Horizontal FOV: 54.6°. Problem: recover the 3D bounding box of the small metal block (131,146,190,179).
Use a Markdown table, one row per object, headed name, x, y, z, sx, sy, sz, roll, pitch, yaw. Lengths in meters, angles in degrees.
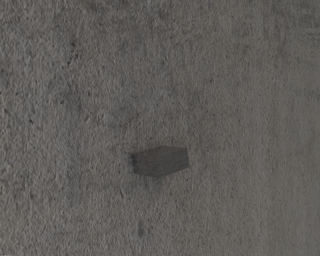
| name | x | y | z | sx | sy | sz | roll | pitch | yaw |
| --- | --- | --- | --- | --- | --- | --- | --- | --- | --- |
| small metal block | 0.000 | 0.041 | 0.388 | 0.050 | 0.050 | 0.025 | -13 | 99 | -39 |
